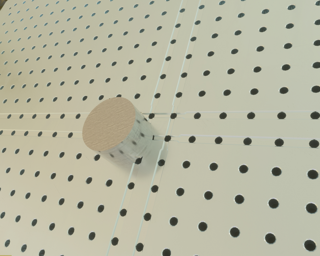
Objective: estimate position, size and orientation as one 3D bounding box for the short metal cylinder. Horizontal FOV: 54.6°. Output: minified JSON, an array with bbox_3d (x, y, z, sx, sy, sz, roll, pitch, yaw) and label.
[{"bbox_3d":[-0.057,0.005,0.420,0.080,0.050,0.080,-13,56,21],"label":"short metal cylinder"}]
